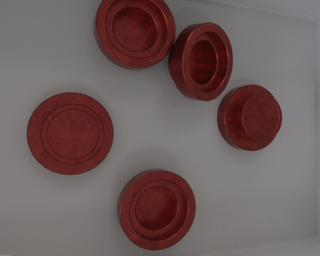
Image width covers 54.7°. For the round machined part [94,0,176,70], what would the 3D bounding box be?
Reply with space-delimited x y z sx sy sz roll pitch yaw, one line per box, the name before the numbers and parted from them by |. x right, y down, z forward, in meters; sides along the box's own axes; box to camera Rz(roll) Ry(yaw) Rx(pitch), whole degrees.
round machined part | -0.033 -0.121 0.389 0.099 0.042 0.097 0 90 -20

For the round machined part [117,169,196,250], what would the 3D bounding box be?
round machined part | -0.007 0.101 0.399 0.099 0.042 0.097 0 90 -20

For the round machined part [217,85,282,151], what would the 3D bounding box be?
round machined part | 0.137 -0.015 0.452 0.099 0.042 0.097 0 90 -20

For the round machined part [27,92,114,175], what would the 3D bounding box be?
round machined part | -0.103 0.007 0.364 0.099 0.042 0.097 0 90 -20

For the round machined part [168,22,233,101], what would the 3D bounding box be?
round machined part | 0.049 -0.086 0.407 0.099 0.042 0.097 -11 106 -40
